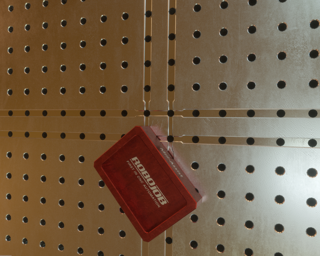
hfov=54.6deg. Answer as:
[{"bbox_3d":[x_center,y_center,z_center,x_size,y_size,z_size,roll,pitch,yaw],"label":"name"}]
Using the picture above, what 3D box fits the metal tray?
[{"bbox_3d":[-0.018,0.072,0.416,0.090,0.030,0.130,-40,78,15],"label":"metal tray"}]
